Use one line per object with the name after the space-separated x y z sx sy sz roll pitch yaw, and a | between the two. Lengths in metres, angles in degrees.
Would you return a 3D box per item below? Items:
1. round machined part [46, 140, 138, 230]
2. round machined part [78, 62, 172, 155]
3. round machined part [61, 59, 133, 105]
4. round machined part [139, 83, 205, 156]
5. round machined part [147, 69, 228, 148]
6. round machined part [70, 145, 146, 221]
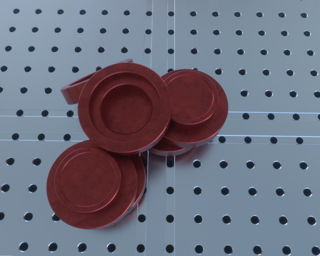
-0.074 0.059 0.336 0.099 0.042 0.098 0 70 0 | round machined part
-0.036 -0.019 0.341 0.098 0.042 0.098 -1 78 3 | round machined part
-0.073 -0.051 0.401 0.098 0.098 0.042 -26 107 -9 | round machined part
0.010 -0.017 0.387 0.099 0.042 0.098 0 70 0 | round machined part
0.032 -0.029 0.368 0.099 0.042 0.098 0 69 0 | round machined part
-0.066 0.057 0.359 0.099 0.042 0.098 0 70 0 | round machined part
